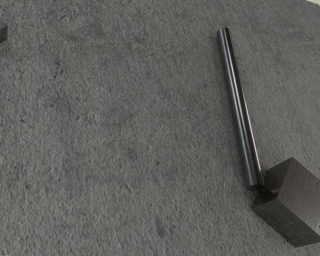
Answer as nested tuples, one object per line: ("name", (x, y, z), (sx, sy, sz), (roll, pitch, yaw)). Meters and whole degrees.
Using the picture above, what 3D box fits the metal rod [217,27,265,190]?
("metal rod", (0.124, -0.048, 0.499), (0.025, 0.025, 0.299), (11, 57, -22))

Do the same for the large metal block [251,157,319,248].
("large metal block", (0.184, 0.101, 0.425), (0.080, 0.050, 0.080), (41, 51, 0))

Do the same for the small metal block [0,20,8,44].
("small metal block", (-0.216, -0.115, 0.357), (0.050, 0.025, 0.050), (39, 51, -2))
